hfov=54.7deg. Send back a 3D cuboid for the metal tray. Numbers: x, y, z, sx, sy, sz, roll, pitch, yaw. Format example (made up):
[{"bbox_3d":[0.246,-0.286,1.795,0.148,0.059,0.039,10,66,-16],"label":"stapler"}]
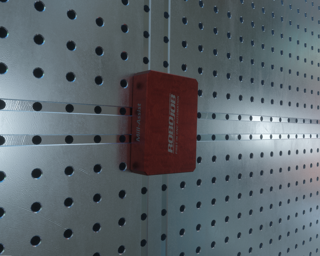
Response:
[{"bbox_3d":[0.008,-0.005,0.414,0.091,0.030,0.129,3,88,-40],"label":"metal tray"}]
